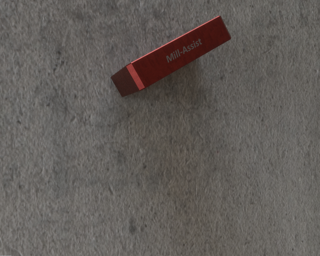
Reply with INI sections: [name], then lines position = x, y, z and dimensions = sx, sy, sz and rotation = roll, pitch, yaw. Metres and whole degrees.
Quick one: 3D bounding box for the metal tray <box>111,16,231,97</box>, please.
[metal tray]
position = 0.011, -0.085, 0.379
dimensions = 0.131, 0.090, 0.030
rotation = -32, 101, -17
